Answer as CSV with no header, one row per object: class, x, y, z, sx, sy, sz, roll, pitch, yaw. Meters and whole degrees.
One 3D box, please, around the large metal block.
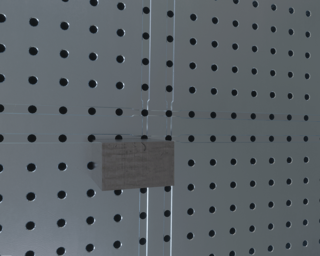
large metal block,-0.035,0.040,0.370,0.081,0.080,0.050,0,90,-20
